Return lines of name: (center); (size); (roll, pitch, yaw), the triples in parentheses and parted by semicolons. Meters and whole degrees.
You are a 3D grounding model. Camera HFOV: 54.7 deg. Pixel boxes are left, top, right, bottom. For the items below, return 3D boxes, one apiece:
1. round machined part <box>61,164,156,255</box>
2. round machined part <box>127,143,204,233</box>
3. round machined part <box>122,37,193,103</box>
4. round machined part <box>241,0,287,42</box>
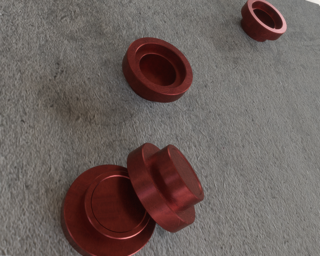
round machined part: (-0.047, 0.082, 0.317); (0.099, 0.042, 0.098); (14, 56, -21)
round machined part: (0.011, 0.057, 0.331); (0.098, 0.042, 0.098); (52, 14, -18)
round machined part: (-0.007, -0.076, 0.436); (0.099, 0.042, 0.098); (14, 56, -21)
round machined part: (0.206, -0.217, 0.636); (0.099, 0.042, 0.098); (14, 56, -21)
